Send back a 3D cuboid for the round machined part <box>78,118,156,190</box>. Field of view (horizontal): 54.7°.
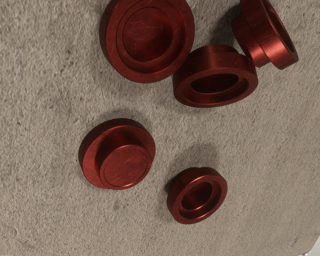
[{"bbox_3d":[-0.050,0.040,0.395,0.099,0.042,0.097,-14,125,-21],"label":"round machined part"}]

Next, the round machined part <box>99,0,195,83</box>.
[{"bbox_3d":[-0.016,-0.100,0.326,0.099,0.042,0.097,-14,125,-21],"label":"round machined part"}]

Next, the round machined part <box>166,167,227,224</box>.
[{"bbox_3d":[0.054,0.101,0.490,0.099,0.042,0.097,-14,125,-21],"label":"round machined part"}]

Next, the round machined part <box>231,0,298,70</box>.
[{"bbox_3d":[0.121,-0.111,0.369,0.042,0.098,0.098,-29,137,32],"label":"round machined part"}]

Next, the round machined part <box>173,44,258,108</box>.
[{"bbox_3d":[0.064,-0.064,0.372,0.099,0.042,0.098,-4,159,-1],"label":"round machined part"}]
